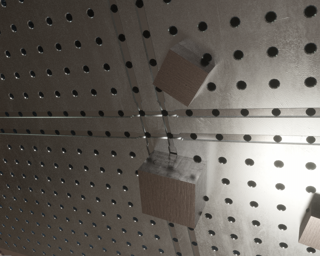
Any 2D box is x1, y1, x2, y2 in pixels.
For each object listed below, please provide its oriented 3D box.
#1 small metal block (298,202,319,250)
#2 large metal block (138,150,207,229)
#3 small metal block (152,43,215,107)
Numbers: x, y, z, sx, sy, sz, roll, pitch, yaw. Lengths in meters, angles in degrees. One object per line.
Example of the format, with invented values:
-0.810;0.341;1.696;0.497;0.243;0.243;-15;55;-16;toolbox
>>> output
0.205;0.125;0.381;0.050;0.025;0.050;17;125;18;small metal block
0.019;0.085;0.436;0.080;0.050;0.079;11;123;22;large metal block
0.027;-0.061;0.358;0.050;0.025;0.050;34;129;5;small metal block
